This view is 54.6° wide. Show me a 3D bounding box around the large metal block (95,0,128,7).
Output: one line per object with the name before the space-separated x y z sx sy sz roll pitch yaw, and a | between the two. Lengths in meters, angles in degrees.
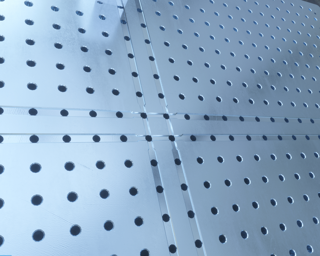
large metal block | -0.073 -0.254 0.488 0.050 0.080 0.080 -1 62 -29
